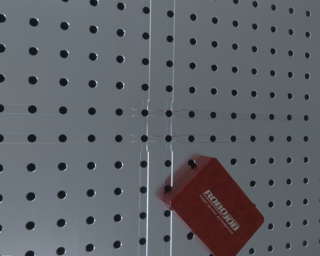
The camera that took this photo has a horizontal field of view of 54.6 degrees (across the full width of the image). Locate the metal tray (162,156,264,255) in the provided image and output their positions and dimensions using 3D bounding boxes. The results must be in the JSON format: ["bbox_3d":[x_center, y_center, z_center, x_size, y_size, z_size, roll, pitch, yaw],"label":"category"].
[{"bbox_3d":[0.077,0.115,0.438,0.090,0.030,0.130,-44,104,-15],"label":"metal tray"}]
